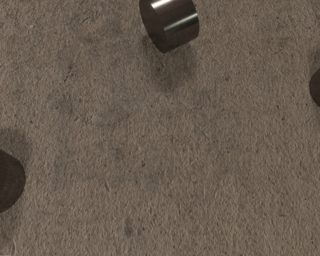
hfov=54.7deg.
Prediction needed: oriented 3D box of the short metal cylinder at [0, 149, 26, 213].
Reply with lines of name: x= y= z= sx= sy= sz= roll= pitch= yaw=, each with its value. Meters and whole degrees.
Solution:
short metal cylinder: x=-0.212 y=0.062 z=0.370 sx=0.081 sy=0.050 sz=0.080 roll=0 pitch=70 yaw=0

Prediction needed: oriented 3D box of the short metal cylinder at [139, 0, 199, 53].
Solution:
short metal cylinder: x=0.012 y=-0.153 z=0.435 sx=0.050 sy=0.080 sz=0.080 roll=-28 pitch=73 yaw=-10

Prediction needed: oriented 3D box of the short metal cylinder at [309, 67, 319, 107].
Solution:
short metal cylinder: x=0.255 y=-0.062 z=0.421 sx=0.081 sy=0.050 sz=0.080 roll=0 pitch=70 yaw=0
